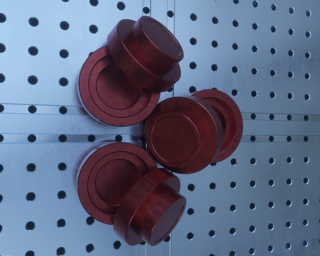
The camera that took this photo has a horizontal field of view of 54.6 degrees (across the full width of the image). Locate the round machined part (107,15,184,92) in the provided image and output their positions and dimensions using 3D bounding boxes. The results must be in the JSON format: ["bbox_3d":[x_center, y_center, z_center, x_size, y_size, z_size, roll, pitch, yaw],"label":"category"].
[{"bbox_3d":[-0.010,-0.094,0.370,0.098,0.042,0.098,32,36,-26],"label":"round machined part"}]

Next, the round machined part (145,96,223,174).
[{"bbox_3d":[0.024,0.010,0.380,0.042,0.098,0.098,-22,100,-61],"label":"round machined part"}]

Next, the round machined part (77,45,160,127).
[{"bbox_3d":[-0.052,-0.050,0.383,0.099,0.042,0.097,0,90,-20],"label":"round machined part"}]

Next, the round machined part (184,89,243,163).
[{"bbox_3d":[0.060,-0.003,0.425,0.099,0.042,0.097,0,90,-20],"label":"round machined part"}]

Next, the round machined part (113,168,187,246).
[{"bbox_3d":[-0.005,0.100,0.371,0.099,0.042,0.097,-39,146,-32],"label":"round machined part"}]

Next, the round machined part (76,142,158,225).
[{"bbox_3d":[-0.053,0.065,0.383,0.099,0.042,0.097,0,90,-20],"label":"round machined part"}]
